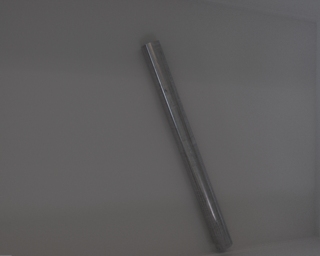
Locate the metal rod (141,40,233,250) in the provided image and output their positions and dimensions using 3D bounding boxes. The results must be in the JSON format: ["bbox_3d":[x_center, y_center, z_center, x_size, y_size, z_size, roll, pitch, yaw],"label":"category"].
[{"bbox_3d":[0.039,0.029,0.424,0.025,0.025,0.299,-23,98,-18],"label":"metal rod"}]
